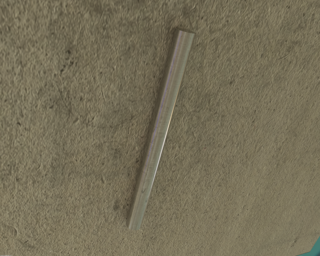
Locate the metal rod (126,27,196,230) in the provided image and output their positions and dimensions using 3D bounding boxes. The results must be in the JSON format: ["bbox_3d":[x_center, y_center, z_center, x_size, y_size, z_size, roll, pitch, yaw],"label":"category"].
[{"bbox_3d":[-0.006,0.019,0.418,0.025,0.025,0.298,0,118,-29],"label":"metal rod"}]
